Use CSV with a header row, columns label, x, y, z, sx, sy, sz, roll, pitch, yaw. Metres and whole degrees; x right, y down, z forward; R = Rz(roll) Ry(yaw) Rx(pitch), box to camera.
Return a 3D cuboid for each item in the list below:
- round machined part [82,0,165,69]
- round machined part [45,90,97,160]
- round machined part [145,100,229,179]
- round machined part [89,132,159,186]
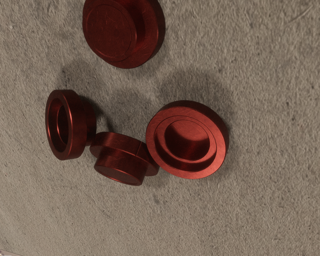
label,x,y,z,sx,sy,sz,roll,pitch,yaw
round machined part,-0.047,-0.113,0.349,0.098,0.042,0.097,13,124,20
round machined part,-0.124,-0.005,0.437,0.098,0.042,0.097,9,102,50
round machined part,0.035,0.011,0.379,0.098,0.042,0.097,10,120,18
round machined part,-0.050,0.047,0.421,0.098,0.042,0.098,16,156,7
